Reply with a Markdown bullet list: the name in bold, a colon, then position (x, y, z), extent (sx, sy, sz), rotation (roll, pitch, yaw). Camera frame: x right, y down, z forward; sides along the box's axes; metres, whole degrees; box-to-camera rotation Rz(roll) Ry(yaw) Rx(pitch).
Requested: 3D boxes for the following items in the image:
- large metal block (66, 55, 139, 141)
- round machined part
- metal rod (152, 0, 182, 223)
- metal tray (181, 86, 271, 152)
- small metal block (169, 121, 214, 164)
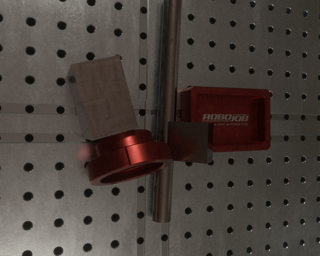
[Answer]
- **large metal block**: position (-0.069, -0.032, 0.358), extent (0.050, 0.080, 0.080), rotation (-16, 95, -20)
- **round machined part**: position (-0.038, 0.033, 0.365), extent (0.099, 0.098, 0.042), rotation (-11, 73, -20)
- **metal rod**: position (0.010, -0.026, 0.417), extent (0.025, 0.025, 0.298), rotation (3, 89, -20)
- **metal tray**: position (0.097, -0.012, 0.447), extent (0.131, 0.030, 0.089), rotation (-1, 90, -21)
- **small metal block**: position (0.040, 0.017, 0.396), extent (0.025, 0.050, 0.050), rotation (-1, 93, -66)
